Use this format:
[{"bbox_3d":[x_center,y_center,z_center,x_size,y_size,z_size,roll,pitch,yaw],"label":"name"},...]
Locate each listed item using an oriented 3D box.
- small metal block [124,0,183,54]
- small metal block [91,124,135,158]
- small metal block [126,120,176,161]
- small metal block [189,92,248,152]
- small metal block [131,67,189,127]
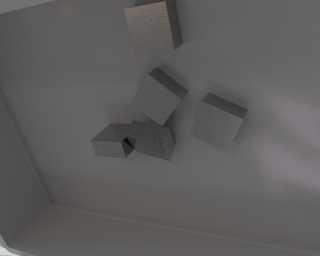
[{"bbox_3d":[-0.007,-0.112,0.343,0.050,0.025,0.050,1,119,27],"label":"small metal block"},{"bbox_3d":[-0.059,0.017,0.434,0.050,0.050,0.025,1,119,28],"label":"small metal block"},{"bbox_3d":[-0.011,0.017,0.410,0.050,0.025,0.050,13,155,20],"label":"small metal block"},{"bbox_3d":[0.069,-0.007,0.368,0.050,0.025,0.050,26,128,12],"label":"small metal block"},{"bbox_3d":[-0.001,-0.038,0.385,0.050,0.025,0.050,38,129,2],"label":"small metal block"}]
